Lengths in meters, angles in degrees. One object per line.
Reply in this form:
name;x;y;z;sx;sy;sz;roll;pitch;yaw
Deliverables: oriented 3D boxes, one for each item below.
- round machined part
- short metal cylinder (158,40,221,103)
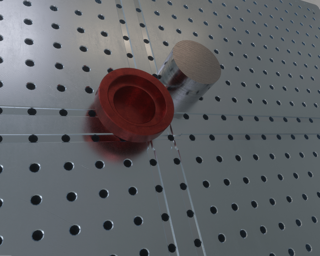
round machined part;-0.035;-0.025;0.393;0.099;0.042;0.098;14;56;-21
short metal cylinder;0.044;-0.085;0.468;0.081;0.050;0.080;14;56;-21
